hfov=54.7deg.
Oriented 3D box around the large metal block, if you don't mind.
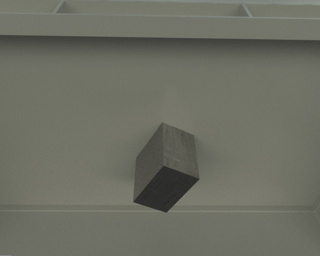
[{"bbox_3d":[0.006,0.053,0.419,0.050,0.080,0.080,23,126,-19],"label":"large metal block"}]
